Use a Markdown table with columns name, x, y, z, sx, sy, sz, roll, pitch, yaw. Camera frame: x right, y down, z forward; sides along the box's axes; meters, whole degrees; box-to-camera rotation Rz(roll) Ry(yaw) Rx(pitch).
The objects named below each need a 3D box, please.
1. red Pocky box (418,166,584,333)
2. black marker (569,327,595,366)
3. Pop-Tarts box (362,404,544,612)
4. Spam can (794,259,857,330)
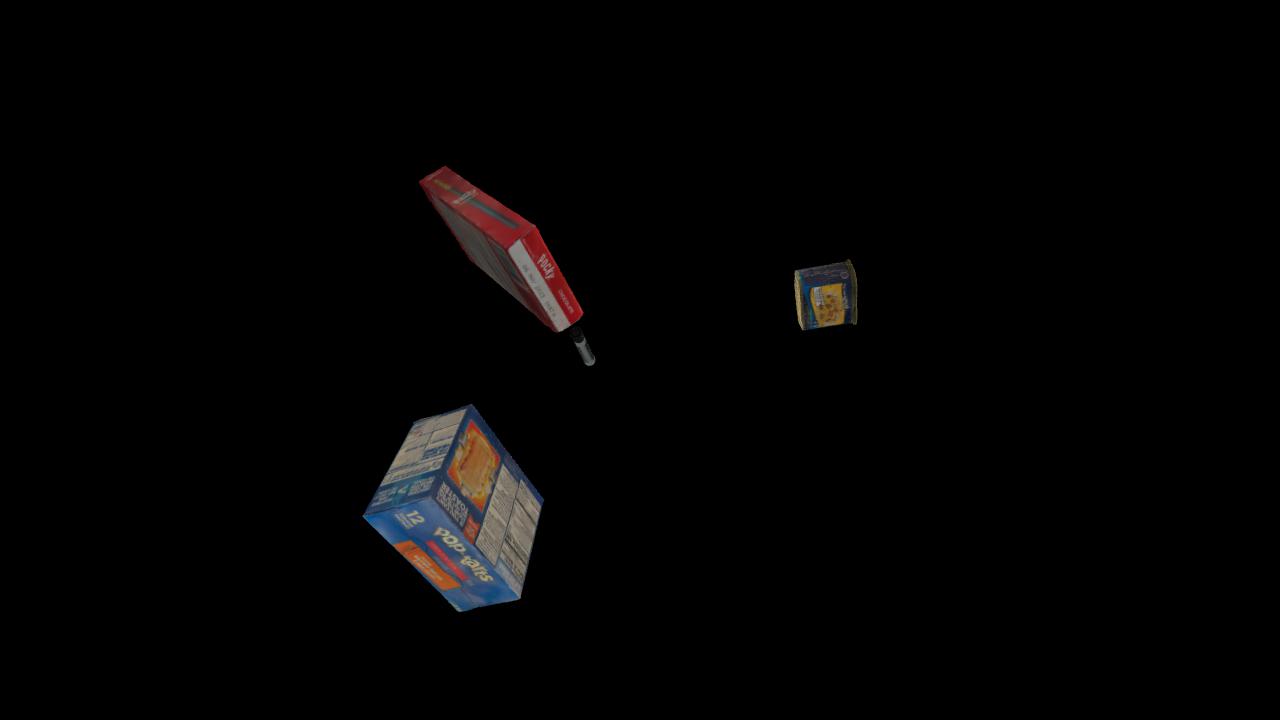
| name | x | y | z | sx | sy | sz | roll | pitch | yaw |
| --- | --- | --- | --- | --- | --- | --- | --- | --- | --- |
| red Pocky box | -0.105 | -0.085 | 0.454 | 0.155 | 0.028 | 0.083 | 38 | -17 | 41 |
| black marker | -0.086 | -0.020 | 0.930 | 0.020 | 0.020 | 0.121 | 0 | -21 | 6 |
| Pop-Tarts box | -0.190 | 0.160 | 0.667 | 0.083 | 0.167 | 0.141 | -19 | 32 | 16 |
| Spam can | 0.289 | -0.099 | 0.961 | 0.085 | 0.101 | 0.058 | -9 | 37 | 8 |
